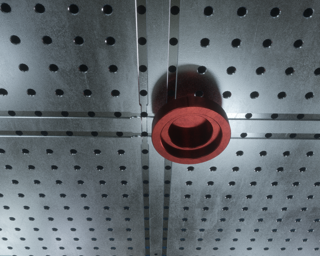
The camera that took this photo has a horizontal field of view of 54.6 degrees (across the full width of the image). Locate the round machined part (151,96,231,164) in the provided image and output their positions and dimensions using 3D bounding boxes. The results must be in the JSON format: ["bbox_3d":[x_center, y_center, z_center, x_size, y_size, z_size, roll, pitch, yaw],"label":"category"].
[{"bbox_3d":[0.039,-0.002,0.399,0.099,0.042,0.097,0,130,0],"label":"round machined part"}]
